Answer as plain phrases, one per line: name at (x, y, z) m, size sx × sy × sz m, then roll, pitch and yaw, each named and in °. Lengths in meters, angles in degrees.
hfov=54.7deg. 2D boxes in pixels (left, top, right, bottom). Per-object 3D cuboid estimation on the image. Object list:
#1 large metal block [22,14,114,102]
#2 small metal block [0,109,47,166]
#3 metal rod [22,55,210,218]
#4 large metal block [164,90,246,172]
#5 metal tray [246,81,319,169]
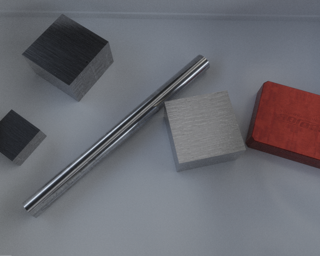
large metal block at (-0.124, -0.097, 0.430) m, size 0.080 × 0.050 × 0.080 m, roll 33°, pitch 73°, yaw 11°
small metal block at (-0.187, 0.012, 0.403) m, size 0.050 × 0.025 × 0.050 m, roll 34°, pitch 73°, yaw 11°
metal rod at (-0.047, 0.002, 0.408) m, size 0.301 × 0.025 × 0.025 m, roll -42°, pitch 76°, yaw -14°
large metal block at (0.053, 0.005, 0.395) m, size 0.081 × 0.050 × 0.080 m, roll -11°, pitch 71°, yaw -5°
metal tray at (0.189, -0.002, 0.410) m, size 0.131 × 0.030 × 0.090 m, roll 17°, pitch 71°, yaw 5°
